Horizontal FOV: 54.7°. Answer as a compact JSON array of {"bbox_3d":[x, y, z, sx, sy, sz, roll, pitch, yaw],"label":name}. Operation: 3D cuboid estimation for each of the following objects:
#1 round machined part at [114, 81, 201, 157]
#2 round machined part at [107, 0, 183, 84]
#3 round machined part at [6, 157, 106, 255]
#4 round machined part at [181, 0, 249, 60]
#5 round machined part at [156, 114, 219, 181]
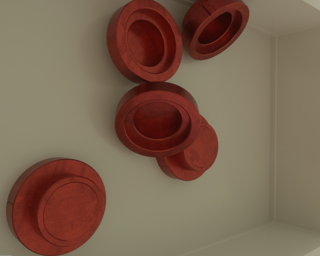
[{"bbox_3d":[-0.003,-0.014,0.369,0.098,0.098,0.042,45,25,-31],"label":"round machined part"},{"bbox_3d":[-0.022,-0.101,0.375,0.099,0.042,0.097,1,88,-40],"label":"round machined part"},{"bbox_3d":[-0.097,0.080,0.314,0.099,0.042,0.097,0,90,-40],"label":"round machined part"},{"bbox_3d":[0.071,-0.145,0.430,0.099,0.097,0.042,-13,61,-39],"label":"round machined part"},{"bbox_3d":[0.044,0.025,0.432,0.099,0.042,0.097,0,90,-40],"label":"round machined part"}]
